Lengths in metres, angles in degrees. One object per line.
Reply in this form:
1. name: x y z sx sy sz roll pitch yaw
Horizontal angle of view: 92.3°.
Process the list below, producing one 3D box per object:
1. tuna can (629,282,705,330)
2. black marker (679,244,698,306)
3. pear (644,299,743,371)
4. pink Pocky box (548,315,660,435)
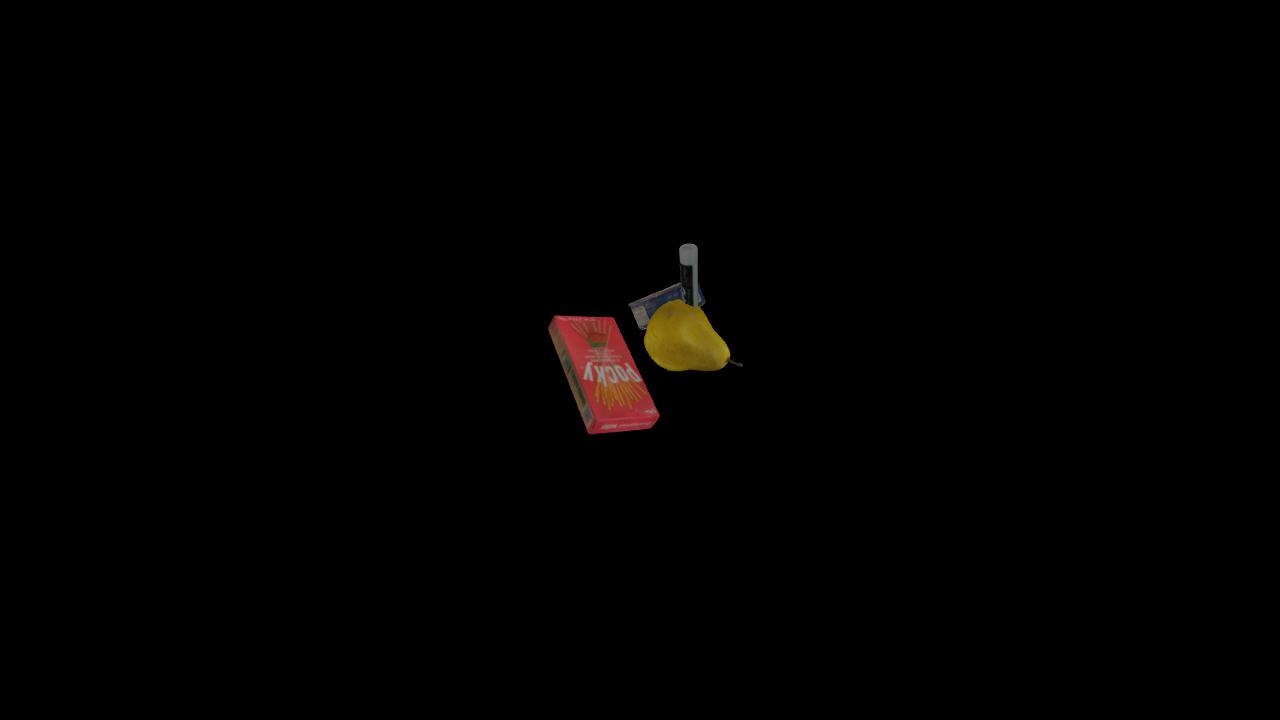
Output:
1. tuna can: 0.032 -0.065 0.704 0.084 0.034 0.084 -23 6 2
2. black marker: 0.053 -0.066 0.652 0.020 0.121 0.020 -3 39 3
3. pear: 0.061 -0.015 0.665 0.111 0.080 0.080 34 10 15
4. pink Pocky box: -0.044 0.013 0.711 0.084 0.155 0.029 -1 -39 -34
